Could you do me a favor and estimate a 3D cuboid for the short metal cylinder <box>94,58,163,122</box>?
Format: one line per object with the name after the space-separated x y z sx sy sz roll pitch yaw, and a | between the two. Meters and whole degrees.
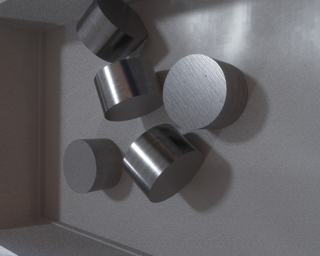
-0.039 -0.048 0.401 0.080 0.081 0.050 -30 72 36 | short metal cylinder

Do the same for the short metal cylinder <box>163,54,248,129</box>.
0.050 -0.038 0.348 0.080 0.050 0.079 0 90 39 | short metal cylinder

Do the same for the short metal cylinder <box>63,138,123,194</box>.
-0.103 0.056 0.473 0.080 0.050 0.079 0 90 39 | short metal cylinder

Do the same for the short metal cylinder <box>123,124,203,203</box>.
0.004 0.042 0.366 0.050 0.081 0.080 45 117 30 | short metal cylinder

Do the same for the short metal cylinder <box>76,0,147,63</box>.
-0.065 -0.135 0.423 0.050 0.081 0.080 -40 66 32 | short metal cylinder
